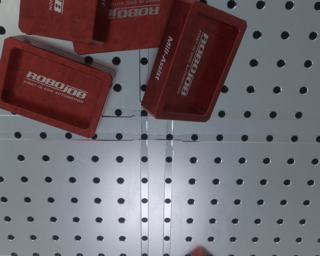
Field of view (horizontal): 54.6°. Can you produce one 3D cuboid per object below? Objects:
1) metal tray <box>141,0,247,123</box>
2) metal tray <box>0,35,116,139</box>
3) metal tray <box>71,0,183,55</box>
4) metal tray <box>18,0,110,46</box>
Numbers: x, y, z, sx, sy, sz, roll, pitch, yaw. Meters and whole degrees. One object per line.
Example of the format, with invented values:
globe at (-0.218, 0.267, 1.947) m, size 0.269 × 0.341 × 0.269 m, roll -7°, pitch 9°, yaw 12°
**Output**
metal tray at (0.039, -0.072, 0.359) m, size 0.091 × 0.030 × 0.129 m, roll 3°, pitch 115°, yaw -39°
metal tray at (-0.132, -0.050, 0.391) m, size 0.131 × 0.030 × 0.089 m, roll 20°, pitch 109°, yaw -7°
metal tray at (-0.039, -0.138, 0.360) m, size 0.131 × 0.030 × 0.089 m, roll -5°, pitch 110°, yaw 1°
metal tray at (-0.097, -0.160, 0.328) m, size 0.090 × 0.030 × 0.129 m, roll 13°, pitch 102°, yaw 14°
